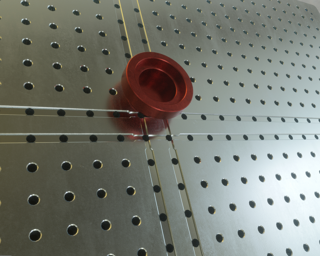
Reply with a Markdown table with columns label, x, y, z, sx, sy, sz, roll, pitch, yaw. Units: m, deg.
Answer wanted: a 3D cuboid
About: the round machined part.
| label | x | y | z | sx | sy | sz | roll | pitch | yaw |
| --- | --- | --- | --- | --- | --- | --- | --- | --- | --- |
| round machined part | -0.007 | -0.054 | 0.428 | 0.099 | 0.042 | 0.098 | 14 | 56 | -21 |
